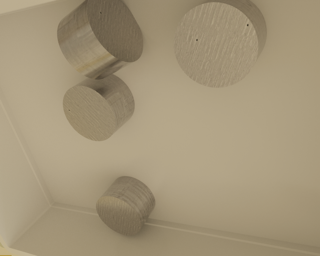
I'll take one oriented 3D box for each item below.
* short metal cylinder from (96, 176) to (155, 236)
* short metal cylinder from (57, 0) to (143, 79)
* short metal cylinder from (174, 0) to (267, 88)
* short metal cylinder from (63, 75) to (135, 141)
[{"bbox_3d":[-0.054,0.125,0.499,0.080,0.050,0.079,13,124,21],"label":"short metal cylinder"},{"bbox_3d":[-0.065,-0.101,0.345,0.050,0.080,0.080,-20,108,36],"label":"short metal cylinder"},{"bbox_3d":[0.060,-0.086,0.307,0.080,0.050,0.079,13,124,21],"label":"short metal cylinder"},{"bbox_3d":[-0.082,-0.029,0.418,0.080,0.050,0.079,13,124,21],"label":"short metal cylinder"}]
